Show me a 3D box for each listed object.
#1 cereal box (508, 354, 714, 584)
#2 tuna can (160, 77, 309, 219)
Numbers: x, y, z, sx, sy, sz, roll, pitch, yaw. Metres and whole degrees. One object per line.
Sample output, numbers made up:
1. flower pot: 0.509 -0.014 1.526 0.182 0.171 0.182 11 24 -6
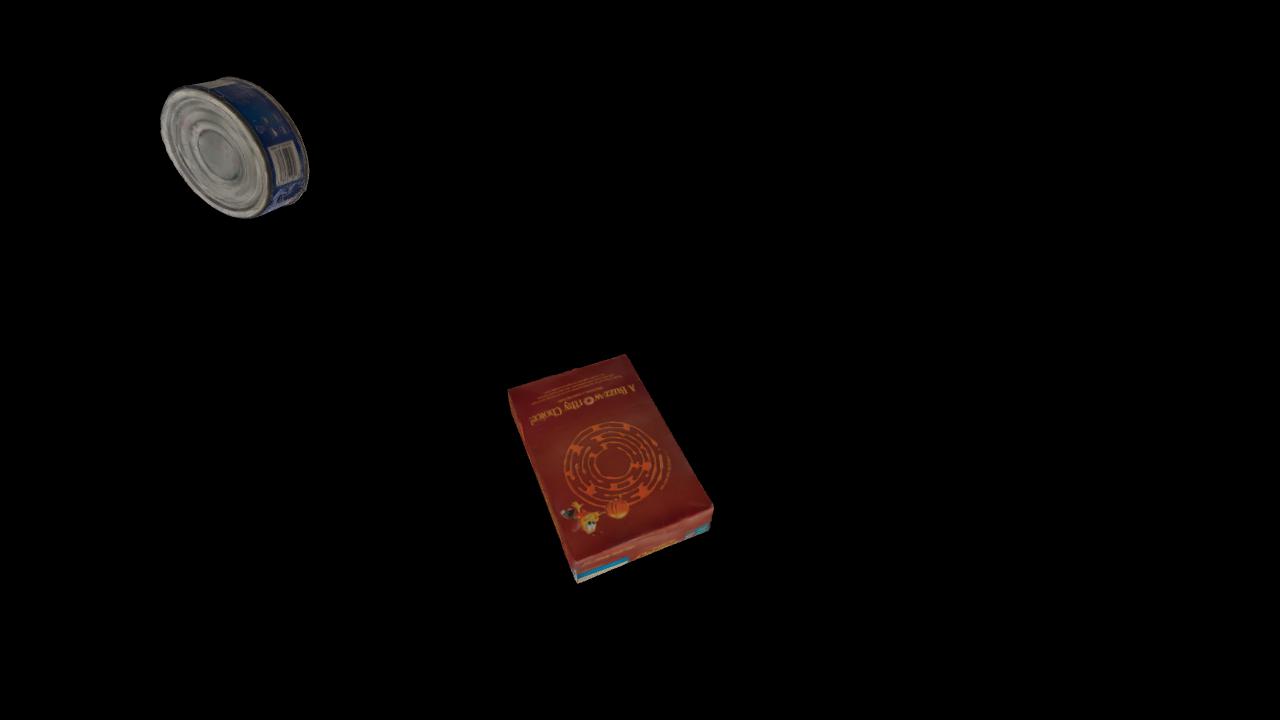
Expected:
1. cereal box: -0.052 0.144 0.902 0.203 0.306 0.081 -18 -37 -18
2. tuna can: -0.262 -0.135 0.399 0.084 0.084 0.034 0 31 21
